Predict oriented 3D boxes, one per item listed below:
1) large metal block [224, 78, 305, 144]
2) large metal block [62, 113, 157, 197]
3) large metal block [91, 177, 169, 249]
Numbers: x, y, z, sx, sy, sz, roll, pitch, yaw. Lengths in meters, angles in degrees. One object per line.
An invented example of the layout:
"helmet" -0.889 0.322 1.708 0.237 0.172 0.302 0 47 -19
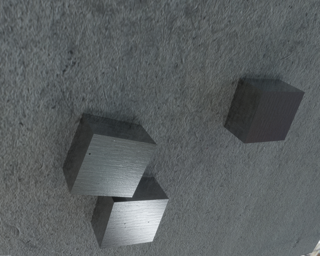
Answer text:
"large metal block" 0.152 -0.026 0.457 0.081 0.050 0.079 -3 120 -27
"large metal block" -0.063 0.035 0.378 0.081 0.050 0.079 12 112 -34
"large metal block" -0.044 0.118 0.439 0.081 0.050 0.079 4 116 -31
